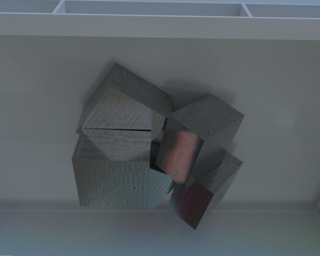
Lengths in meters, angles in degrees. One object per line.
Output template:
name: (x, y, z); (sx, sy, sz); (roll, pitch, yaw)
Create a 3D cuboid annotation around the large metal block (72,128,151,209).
large metal block: (-0.052, 0.049, 0.364); (0.081, 0.050, 0.079); (3, 129, -1)

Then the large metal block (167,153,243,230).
large metal block: (0.062, 0.080, 0.431); (0.050, 0.081, 0.079); (35, 133, 22)

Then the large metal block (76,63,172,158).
large metal block: (-0.042, -0.017, 0.376); (0.080, 0.050, 0.080); (29, 124, -23)

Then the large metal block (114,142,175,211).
large metal block: (-0.026, 0.065, 0.442); (0.080, 0.050, 0.080); (24, 126, -19)

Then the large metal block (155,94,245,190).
large metal block: (0.047, 0.015, 0.376); (0.081, 0.050, 0.079); (-27, 145, -40)
